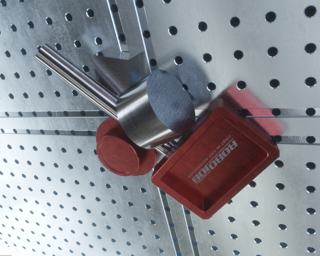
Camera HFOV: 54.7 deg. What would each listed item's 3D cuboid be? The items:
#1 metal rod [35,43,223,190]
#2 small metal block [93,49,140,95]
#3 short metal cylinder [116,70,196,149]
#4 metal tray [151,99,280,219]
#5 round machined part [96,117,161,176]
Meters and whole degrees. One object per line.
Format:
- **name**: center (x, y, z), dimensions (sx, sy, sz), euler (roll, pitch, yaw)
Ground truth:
- **metal rod**: center (-0.026, -0.003, 0.400), dimensions (0.301, 0.025, 0.025), euler (38, 129, -8)
- **small metal block**: center (-0.054, -0.070, 0.395), dimensions (0.050, 0.025, 0.050), euler (12, 124, 21)
- **short metal cylinder**: center (-0.004, -0.021, 0.363), dimensions (0.050, 0.080, 0.080), euler (-28, 103, 37)
- **metal tray**: center (0.063, 0.041, 0.372), dimensions (0.090, 0.030, 0.129), euler (37, 114, -7)
- **round machined part**: center (-0.051, 0.030, 0.443), dimensions (0.098, 0.042, 0.097), euler (13, 124, 20)
